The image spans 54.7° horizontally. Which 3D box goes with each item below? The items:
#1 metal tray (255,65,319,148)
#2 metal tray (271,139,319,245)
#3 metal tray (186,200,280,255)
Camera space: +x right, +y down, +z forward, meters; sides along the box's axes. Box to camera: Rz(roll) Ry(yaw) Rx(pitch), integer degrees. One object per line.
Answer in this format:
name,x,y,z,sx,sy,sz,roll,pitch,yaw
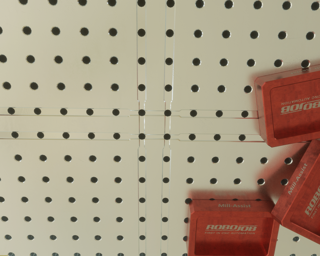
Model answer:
metal tray,0.196,-0.032,0.401,0.131,0.030,0.089,-12,110,3
metal tray,0.226,0.090,0.429,0.090,0.030,0.129,28,92,-10
metal tray,0.108,0.156,0.469,0.131,0.030,0.089,1,110,-1
